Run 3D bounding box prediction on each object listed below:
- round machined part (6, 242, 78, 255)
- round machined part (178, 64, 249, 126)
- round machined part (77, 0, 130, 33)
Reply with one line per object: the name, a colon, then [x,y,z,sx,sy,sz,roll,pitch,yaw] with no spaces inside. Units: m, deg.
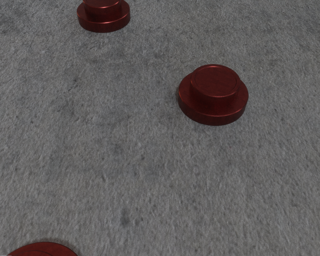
round machined part: [-0.111,0.147,0.267,0.099,0.042,0.098,0,50,0]
round machined part: [0.076,-0.053,0.438,0.099,0.042,0.098,0,50,0]
round machined part: [-0.106,-0.223,0.579,0.099,0.042,0.098,0,50,0]
